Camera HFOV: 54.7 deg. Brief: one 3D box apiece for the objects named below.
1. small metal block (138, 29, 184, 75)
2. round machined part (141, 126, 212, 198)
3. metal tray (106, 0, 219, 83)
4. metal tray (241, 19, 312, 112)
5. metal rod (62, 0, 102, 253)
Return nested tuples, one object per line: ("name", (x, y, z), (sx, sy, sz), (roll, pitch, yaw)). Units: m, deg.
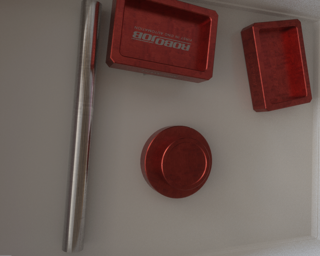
("small metal block", (-0.002, -0.102, 0.411), (0.050, 0.025, 0.050), (-18, 96, -20))
("round machined part", (0.027, 0.045, 0.413), (0.099, 0.042, 0.097), (0, 90, -21))
("metal tray", (0.005, -0.111, 0.383), (0.131, 0.030, 0.089), (7, 88, -20))
("metal tray", (0.180, -0.095, 0.475), (0.091, 0.030, 0.129), (-12, 94, -20))
("metal rod", (-0.094, -0.004, 0.376), (0.025, 0.025, 0.298), (5, 88, -20))
